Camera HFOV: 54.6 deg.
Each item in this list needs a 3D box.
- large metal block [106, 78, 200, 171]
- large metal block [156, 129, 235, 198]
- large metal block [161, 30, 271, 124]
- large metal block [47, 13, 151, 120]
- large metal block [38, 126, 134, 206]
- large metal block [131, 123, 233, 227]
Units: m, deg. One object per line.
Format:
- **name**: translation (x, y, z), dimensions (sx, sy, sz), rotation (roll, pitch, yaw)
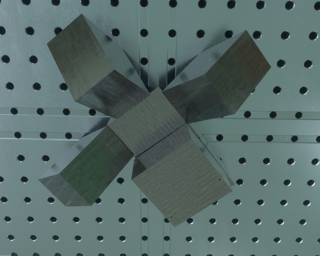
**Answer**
- **large metal block**: translation (-0.008, -0.004, 0.398), dimensions (0.080, 0.050, 0.080), rotation (-36, 106, 12)
- **large metal block**: translation (0.041, 0.057, 0.420), dimensions (0.080, 0.050, 0.080), rotation (-35, 105, 11)
- **large metal block**: translation (0.062, -0.054, 0.348), dimensions (0.050, 0.080, 0.080), rotation (50, 63, -16)
- **large metal block**: translation (-0.065, -0.064, 0.344), dimensions (0.050, 0.080, 0.080), rotation (-36, 67, 12)
- **large metal block**: translation (-0.093, 0.049, 0.385), dimensions (0.050, 0.080, 0.080), rotation (51, 144, -15)
- **large metal block**: translation (0.025, 0.055, 0.366), dimensions (0.080, 0.050, 0.080), rotation (-36, 107, 11)
